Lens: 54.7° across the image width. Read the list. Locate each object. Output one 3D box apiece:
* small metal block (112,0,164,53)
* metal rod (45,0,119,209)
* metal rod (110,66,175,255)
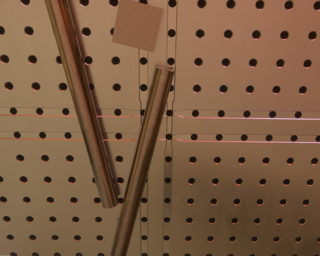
[{"bbox_3d":[-0.026,-0.122,0.368,0.050,0.025,0.050,13,110,-5],"label":"small metal block"},{"bbox_3d":[-0.098,-0.027,0.402,0.025,0.025,0.298,-9,110,3],"label":"metal rod"},{"bbox_3d":[-0.029,0.062,0.435,0.025,0.025,0.298,13,110,-5],"label":"metal rod"}]
